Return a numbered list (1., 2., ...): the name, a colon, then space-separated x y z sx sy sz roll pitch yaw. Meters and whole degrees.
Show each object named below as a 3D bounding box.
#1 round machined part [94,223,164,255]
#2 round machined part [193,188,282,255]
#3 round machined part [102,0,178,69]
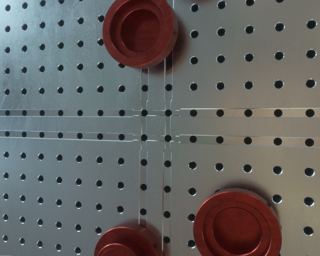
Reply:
1. round machined part: -0.047 0.183 0.419 0.098 0.042 0.097 0 90 19
2. round machined part: 0.093 0.120 0.371 0.098 0.042 0.097 0 90 19
3. round machined part: -0.023 -0.127 0.411 0.098 0.042 0.097 0 90 19
